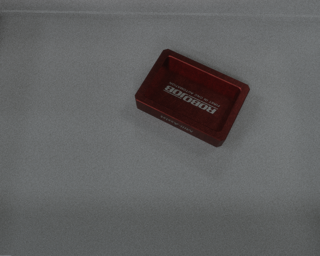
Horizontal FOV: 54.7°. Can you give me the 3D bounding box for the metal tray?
[{"bbox_3d":[0.043,-0.042,0.422,0.130,0.030,0.090,27,72,9],"label":"metal tray"}]
